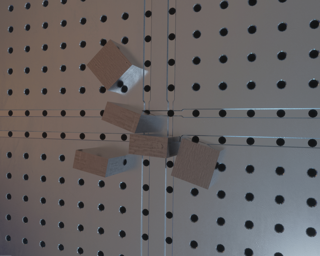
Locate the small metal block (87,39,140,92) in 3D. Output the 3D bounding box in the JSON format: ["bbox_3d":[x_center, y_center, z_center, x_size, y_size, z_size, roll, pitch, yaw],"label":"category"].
[{"bbox_3d":[-0.066,-0.087,0.436,0.050,0.025,0.050,-43,77,15],"label":"small metal block"}]

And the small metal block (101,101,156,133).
[{"bbox_3d":[-0.041,-0.014,0.414,0.050,0.050,0.025,22,98,19],"label":"small metal block"}]

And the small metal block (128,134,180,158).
[{"bbox_3d":[-0.006,0.022,0.402,0.050,0.050,0.025,5,92,20],"label":"small metal block"}]

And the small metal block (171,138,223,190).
[{"bbox_3d":[0.048,0.044,0.396,0.050,0.025,0.050,18,96,19],"label":"small metal block"}]

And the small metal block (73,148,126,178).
[{"bbox_3d":[-0.083,0.046,0.429,0.050,0.050,0.025,12,94,19],"label":"small metal block"}]
